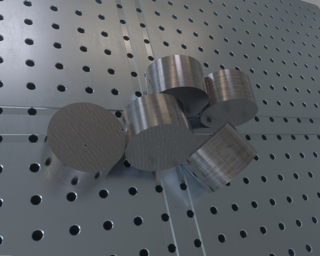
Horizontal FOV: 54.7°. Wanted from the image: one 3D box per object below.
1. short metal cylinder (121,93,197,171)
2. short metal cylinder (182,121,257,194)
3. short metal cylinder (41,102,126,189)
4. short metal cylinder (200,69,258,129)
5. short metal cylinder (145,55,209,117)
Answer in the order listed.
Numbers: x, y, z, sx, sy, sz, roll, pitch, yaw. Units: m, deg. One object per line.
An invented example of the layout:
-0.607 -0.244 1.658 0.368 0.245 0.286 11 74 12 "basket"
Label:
-0.003 0.006 0.360 0.081 0.079 0.050 9 42 -24 "short metal cylinder"
0.074 0.036 0.390 0.050 0.080 0.080 48 51 5 "short metal cylinder"
-0.083 0.019 0.335 0.081 0.050 0.080 14 56 -21 "short metal cylinder"
0.095 -0.040 0.448 0.081 0.080 0.050 8 58 -24 "short metal cylinder"
0.021 -0.052 0.416 0.081 0.080 0.050 7 59 -25 "short metal cylinder"
